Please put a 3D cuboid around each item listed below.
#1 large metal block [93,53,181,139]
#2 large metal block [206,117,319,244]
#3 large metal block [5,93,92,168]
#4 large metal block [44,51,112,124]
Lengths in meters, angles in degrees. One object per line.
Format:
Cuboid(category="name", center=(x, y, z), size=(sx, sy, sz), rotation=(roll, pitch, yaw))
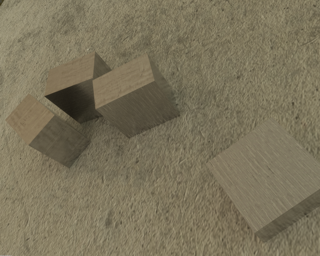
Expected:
Cuboid(category="large metal block", center=(-0.030, -0.039, 0.408), size=(0.080, 0.080, 0.050), rotation=(-24, 53, 13))
Cuboid(category="large metal block", center=(0.105, 0.050, 0.302), size=(0.080, 0.050, 0.080), rotation=(-36, 51, 4))
Cuboid(category="large metal block", center=(-0.161, 0.005, 0.450), size=(0.080, 0.080, 0.050), rotation=(32, 80, 38))
Cuboid(category="large metal block", center=(-0.108, -0.057, 0.460), size=(0.080, 0.080, 0.050), rotation=(-17, 55, 19))
